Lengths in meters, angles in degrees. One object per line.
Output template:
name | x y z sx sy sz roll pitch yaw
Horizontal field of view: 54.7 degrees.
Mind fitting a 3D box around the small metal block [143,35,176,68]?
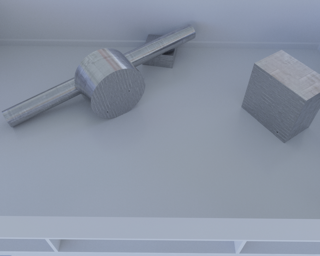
small metal block | 0.000 -0.127 0.512 0.050 0.025 0.050 8 50 6

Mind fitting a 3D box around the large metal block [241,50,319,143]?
large metal block | 0.161 -0.041 0.406 0.050 0.080 0.080 -28 56 -21

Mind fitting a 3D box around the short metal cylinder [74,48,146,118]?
short metal cylinder | -0.067 -0.060 0.419 0.081 0.080 0.050 -27 55 -21

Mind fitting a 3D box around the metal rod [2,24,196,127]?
metal rod | -0.077 -0.083 0.453 0.302 0.025 0.025 -29 56 -16
